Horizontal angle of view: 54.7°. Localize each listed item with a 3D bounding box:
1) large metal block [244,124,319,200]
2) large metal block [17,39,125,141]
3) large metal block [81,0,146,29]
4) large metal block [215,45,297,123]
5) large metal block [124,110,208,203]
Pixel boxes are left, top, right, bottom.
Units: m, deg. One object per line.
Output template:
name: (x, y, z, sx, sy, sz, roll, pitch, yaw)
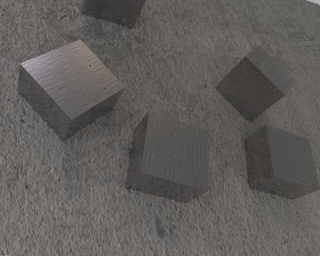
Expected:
large metal block: (0.174, 0.051, 0.450, 0.081, 0.050, 0.080, 17, 55, -19)
large metal block: (-0.103, -0.045, 0.360, 0.080, 0.050, 0.080, 47, 51, 4)
large metal block: (-0.065, -0.204, 0.458, 0.081, 0.080, 0.050, 11, 57, -23)
large metal block: (0.149, -0.069, 0.490, 0.080, 0.080, 0.050, 47, 51, 4)
large metal block: (0.010, 0.036, 0.371, 0.081, 0.050, 0.080, 18, 55, -18)
